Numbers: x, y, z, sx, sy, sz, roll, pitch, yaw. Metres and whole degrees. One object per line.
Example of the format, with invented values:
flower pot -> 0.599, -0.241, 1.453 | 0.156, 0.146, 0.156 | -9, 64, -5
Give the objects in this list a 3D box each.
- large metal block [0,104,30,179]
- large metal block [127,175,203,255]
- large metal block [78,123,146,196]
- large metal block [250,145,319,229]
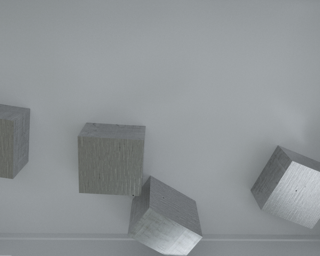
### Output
large metal block -> -0.219, 0.013, 0.400 | 0.081, 0.050, 0.079 | 9, 110, -4
large metal block -> 0.006, 0.123, 0.427 | 0.080, 0.080, 0.050 | 32, 107, -11
large metal block -> -0.062, 0.041, 0.412 | 0.081, 0.050, 0.079 | 3, 110, -2
large metal block -> 0.188, 0.082, 0.431 | 0.080, 0.050, 0.079 | 22, 109, -8
